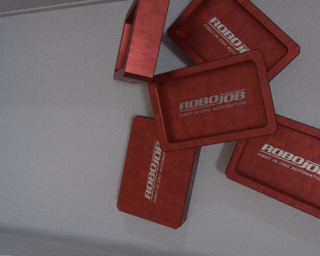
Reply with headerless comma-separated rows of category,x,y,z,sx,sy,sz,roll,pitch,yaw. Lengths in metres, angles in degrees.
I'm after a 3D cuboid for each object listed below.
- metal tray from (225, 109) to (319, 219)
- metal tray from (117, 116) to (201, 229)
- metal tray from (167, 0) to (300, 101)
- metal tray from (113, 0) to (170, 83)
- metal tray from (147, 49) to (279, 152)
metal tray,0.152,0.039,0.353,0.130,0.030,0.089,23,97,18
metal tray,0.000,0.055,0.408,0.090,0.030,0.129,12,94,19
metal tray,0.084,-0.102,0.367,0.130,0.030,0.090,47,109,8
metal tray,-0.027,-0.100,0.367,0.030,0.130,0.089,11,95,-14
metal tray,0.058,-0.028,0.351,0.130,0.030,0.089,-11,90,19
